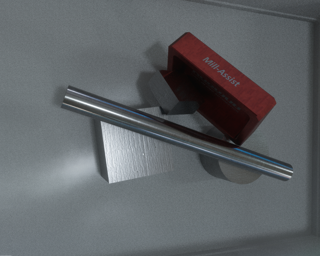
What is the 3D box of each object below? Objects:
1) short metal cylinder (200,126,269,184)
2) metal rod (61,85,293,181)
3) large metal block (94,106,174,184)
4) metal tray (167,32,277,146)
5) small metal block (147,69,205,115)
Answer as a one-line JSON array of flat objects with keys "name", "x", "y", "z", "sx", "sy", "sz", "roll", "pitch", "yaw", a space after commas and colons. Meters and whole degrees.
[{"name": "short metal cylinder", "x": 0.104, "y": 0.035, "z": 0.436, "sx": 0.081, "sy": 0.050, "sz": 0.079, "roll": 0, "pitch": 90, "yaw": -21}, {"name": "metal rod", "x": 0.036, "y": 0.014, "z": 0.369, "sx": 0.302, "sy": 0.025, "sz": 0.025, "roll": 19, "pitch": 84, "yaw": -20}, {"name": "large metal block", "x": -0.034, "y": 0.018, "z": 0.385, "sx": 0.081, "sy": 0.050, "sz": 0.079, "roll": -8, "pitch": 93, "yaw": -20}, {"name": "metal tray", "x": 0.065, "y": -0.044, "z": 0.373, "sx": 0.130, "sy": 0.090, "sz": 0.030, "roll": 43, "pitch": 74, "yaw": 15}, {"name": "small metal block", "x": 0.020, "y": -0.044, "z": 0.382, "sx": 0.050, "sy": 0.025, "sz": 0.050, "roll": -5, "pitch": 56, "yaw": -47}]
